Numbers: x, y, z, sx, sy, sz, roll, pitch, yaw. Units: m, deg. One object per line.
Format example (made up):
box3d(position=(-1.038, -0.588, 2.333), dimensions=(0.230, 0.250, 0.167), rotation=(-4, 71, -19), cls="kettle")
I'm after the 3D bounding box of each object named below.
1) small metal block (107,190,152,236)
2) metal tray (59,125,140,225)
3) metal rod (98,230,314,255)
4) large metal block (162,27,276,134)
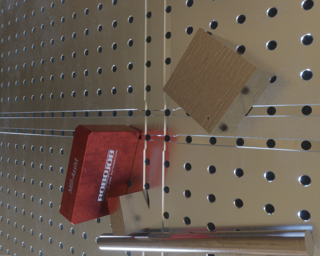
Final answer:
box3d(position=(-0.041, 0.116, 0.425), dimensions=(0.025, 0.050, 0.050), rotation=(-19, 78, 38), cls="small metal block")
box3d(position=(-0.083, 0.061, 0.432), dimensions=(0.030, 0.091, 0.129), rotation=(23, 104, 37), cls="metal tray")
box3d(position=(0.028, 0.142, 0.384), dimensions=(0.300, 0.025, 0.025), rotation=(-16, 80, 38), cls="metal rod")
box3d(position=(0.062, -0.050, 0.340), dimensions=(0.080, 0.050, 0.080), rotation=(46, 117, 29), cls="large metal block")
